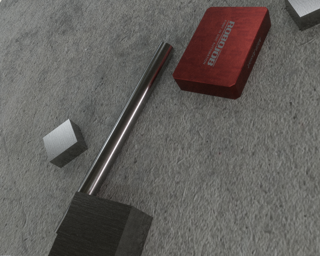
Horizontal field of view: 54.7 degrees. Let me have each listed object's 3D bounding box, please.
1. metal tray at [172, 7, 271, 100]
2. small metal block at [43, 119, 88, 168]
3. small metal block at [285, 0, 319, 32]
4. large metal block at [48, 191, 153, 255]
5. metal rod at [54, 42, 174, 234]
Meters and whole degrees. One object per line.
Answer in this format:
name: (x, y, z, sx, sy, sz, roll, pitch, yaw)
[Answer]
metal tray: (0.085, -0.106, 0.421, 0.090, 0.030, 0.130, 15, 69, 33)
small metal block: (-0.142, 0.023, 0.462, 0.050, 0.025, 0.050, -36, 51, 4)
small metal block: (0.196, -0.160, 0.399, 0.050, 0.025, 0.050, -22, 54, 14)
large metal block: (-0.065, 0.124, 0.345, 0.080, 0.050, 0.080, 6, 65, 30)
metal rod: (-0.054, 0.005, 0.427, 0.025, 0.025, 0.300, 15, 69, 34)
